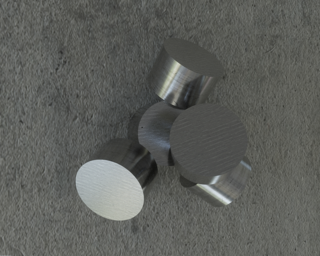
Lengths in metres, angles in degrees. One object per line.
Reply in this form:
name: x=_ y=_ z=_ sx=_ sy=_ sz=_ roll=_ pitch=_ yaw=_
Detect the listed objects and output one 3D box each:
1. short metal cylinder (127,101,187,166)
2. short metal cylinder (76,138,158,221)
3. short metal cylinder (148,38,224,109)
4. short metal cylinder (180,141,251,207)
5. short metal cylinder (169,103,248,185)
short metal cylinder: x=0.003 y=0.006 z=0.398 sx=0.081 sy=0.050 sz=0.080 roll=0 pitch=90 yaw=-21
short metal cylinder: x=-0.048 y=0.058 z=0.357 sx=0.080 sy=0.050 sz=0.079 roll=7 pitch=117 yaw=15
short metal cylinder: x=0.031 y=-0.068 z=0.386 sx=0.081 sy=0.080 sz=0.050 roll=14 pitch=129 yaw=-20
short metal cylinder: x=0.071 y=0.056 z=0.407 sx=0.050 sy=0.080 sz=0.080 roll=37 pitch=78 yaw=-17
short metal cylinder: x=0.052 y=0.019 z=0.345 sx=0.080 sy=0.050 sz=0.080 roll=-1 pitch=70 yaw=3
